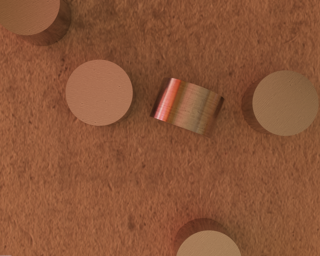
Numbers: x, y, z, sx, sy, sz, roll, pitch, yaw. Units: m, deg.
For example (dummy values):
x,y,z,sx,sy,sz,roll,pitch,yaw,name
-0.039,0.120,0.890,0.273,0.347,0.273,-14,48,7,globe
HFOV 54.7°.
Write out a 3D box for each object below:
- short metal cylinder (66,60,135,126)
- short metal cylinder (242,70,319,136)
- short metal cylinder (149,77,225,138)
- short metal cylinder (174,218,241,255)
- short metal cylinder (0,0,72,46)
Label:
x,y,z,sx,sy,sz,roll,pitch,yaw,name
-0.073,-0.043,0.397,0.081,0.050,0.079,0,90,-1,short metal cylinder
0.152,-0.030,0.400,0.081,0.050,0.079,0,90,-1,short metal cylinder
0.033,-0.024,0.383,0.080,0.080,0.050,20,90,-1,short metal cylinder
0.059,0.163,0.398,0.081,0.050,0.079,0,90,-1,short metal cylinder
-0.160,-0.151,0.395,0.081,0.050,0.079,0,90,-1,short metal cylinder
